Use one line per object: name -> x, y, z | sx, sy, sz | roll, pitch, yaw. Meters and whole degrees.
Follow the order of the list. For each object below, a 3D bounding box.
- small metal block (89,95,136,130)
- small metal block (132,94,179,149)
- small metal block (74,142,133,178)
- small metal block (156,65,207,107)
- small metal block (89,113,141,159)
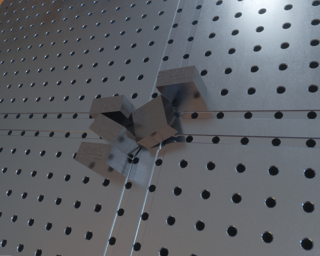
small metal block -> -0.062, -0.020, 0.435 | 0.050, 0.050, 0.025 | -5, 60, 25
small metal block -> -0.007, -0.008, 0.409 | 0.050, 0.025, 0.050 | -30, 51, 24
small metal block -> -0.072, 0.041, 0.403 | 0.050, 0.050, 0.025 | 3, 63, 29
small metal block -> 0.030, -0.053, 0.408 | 0.050, 0.050, 0.025 | -5, 60, 25
small metal block -> -0.059, 0.011, 0.415 | 0.050, 0.050, 0.025 | 27, 77, 37
